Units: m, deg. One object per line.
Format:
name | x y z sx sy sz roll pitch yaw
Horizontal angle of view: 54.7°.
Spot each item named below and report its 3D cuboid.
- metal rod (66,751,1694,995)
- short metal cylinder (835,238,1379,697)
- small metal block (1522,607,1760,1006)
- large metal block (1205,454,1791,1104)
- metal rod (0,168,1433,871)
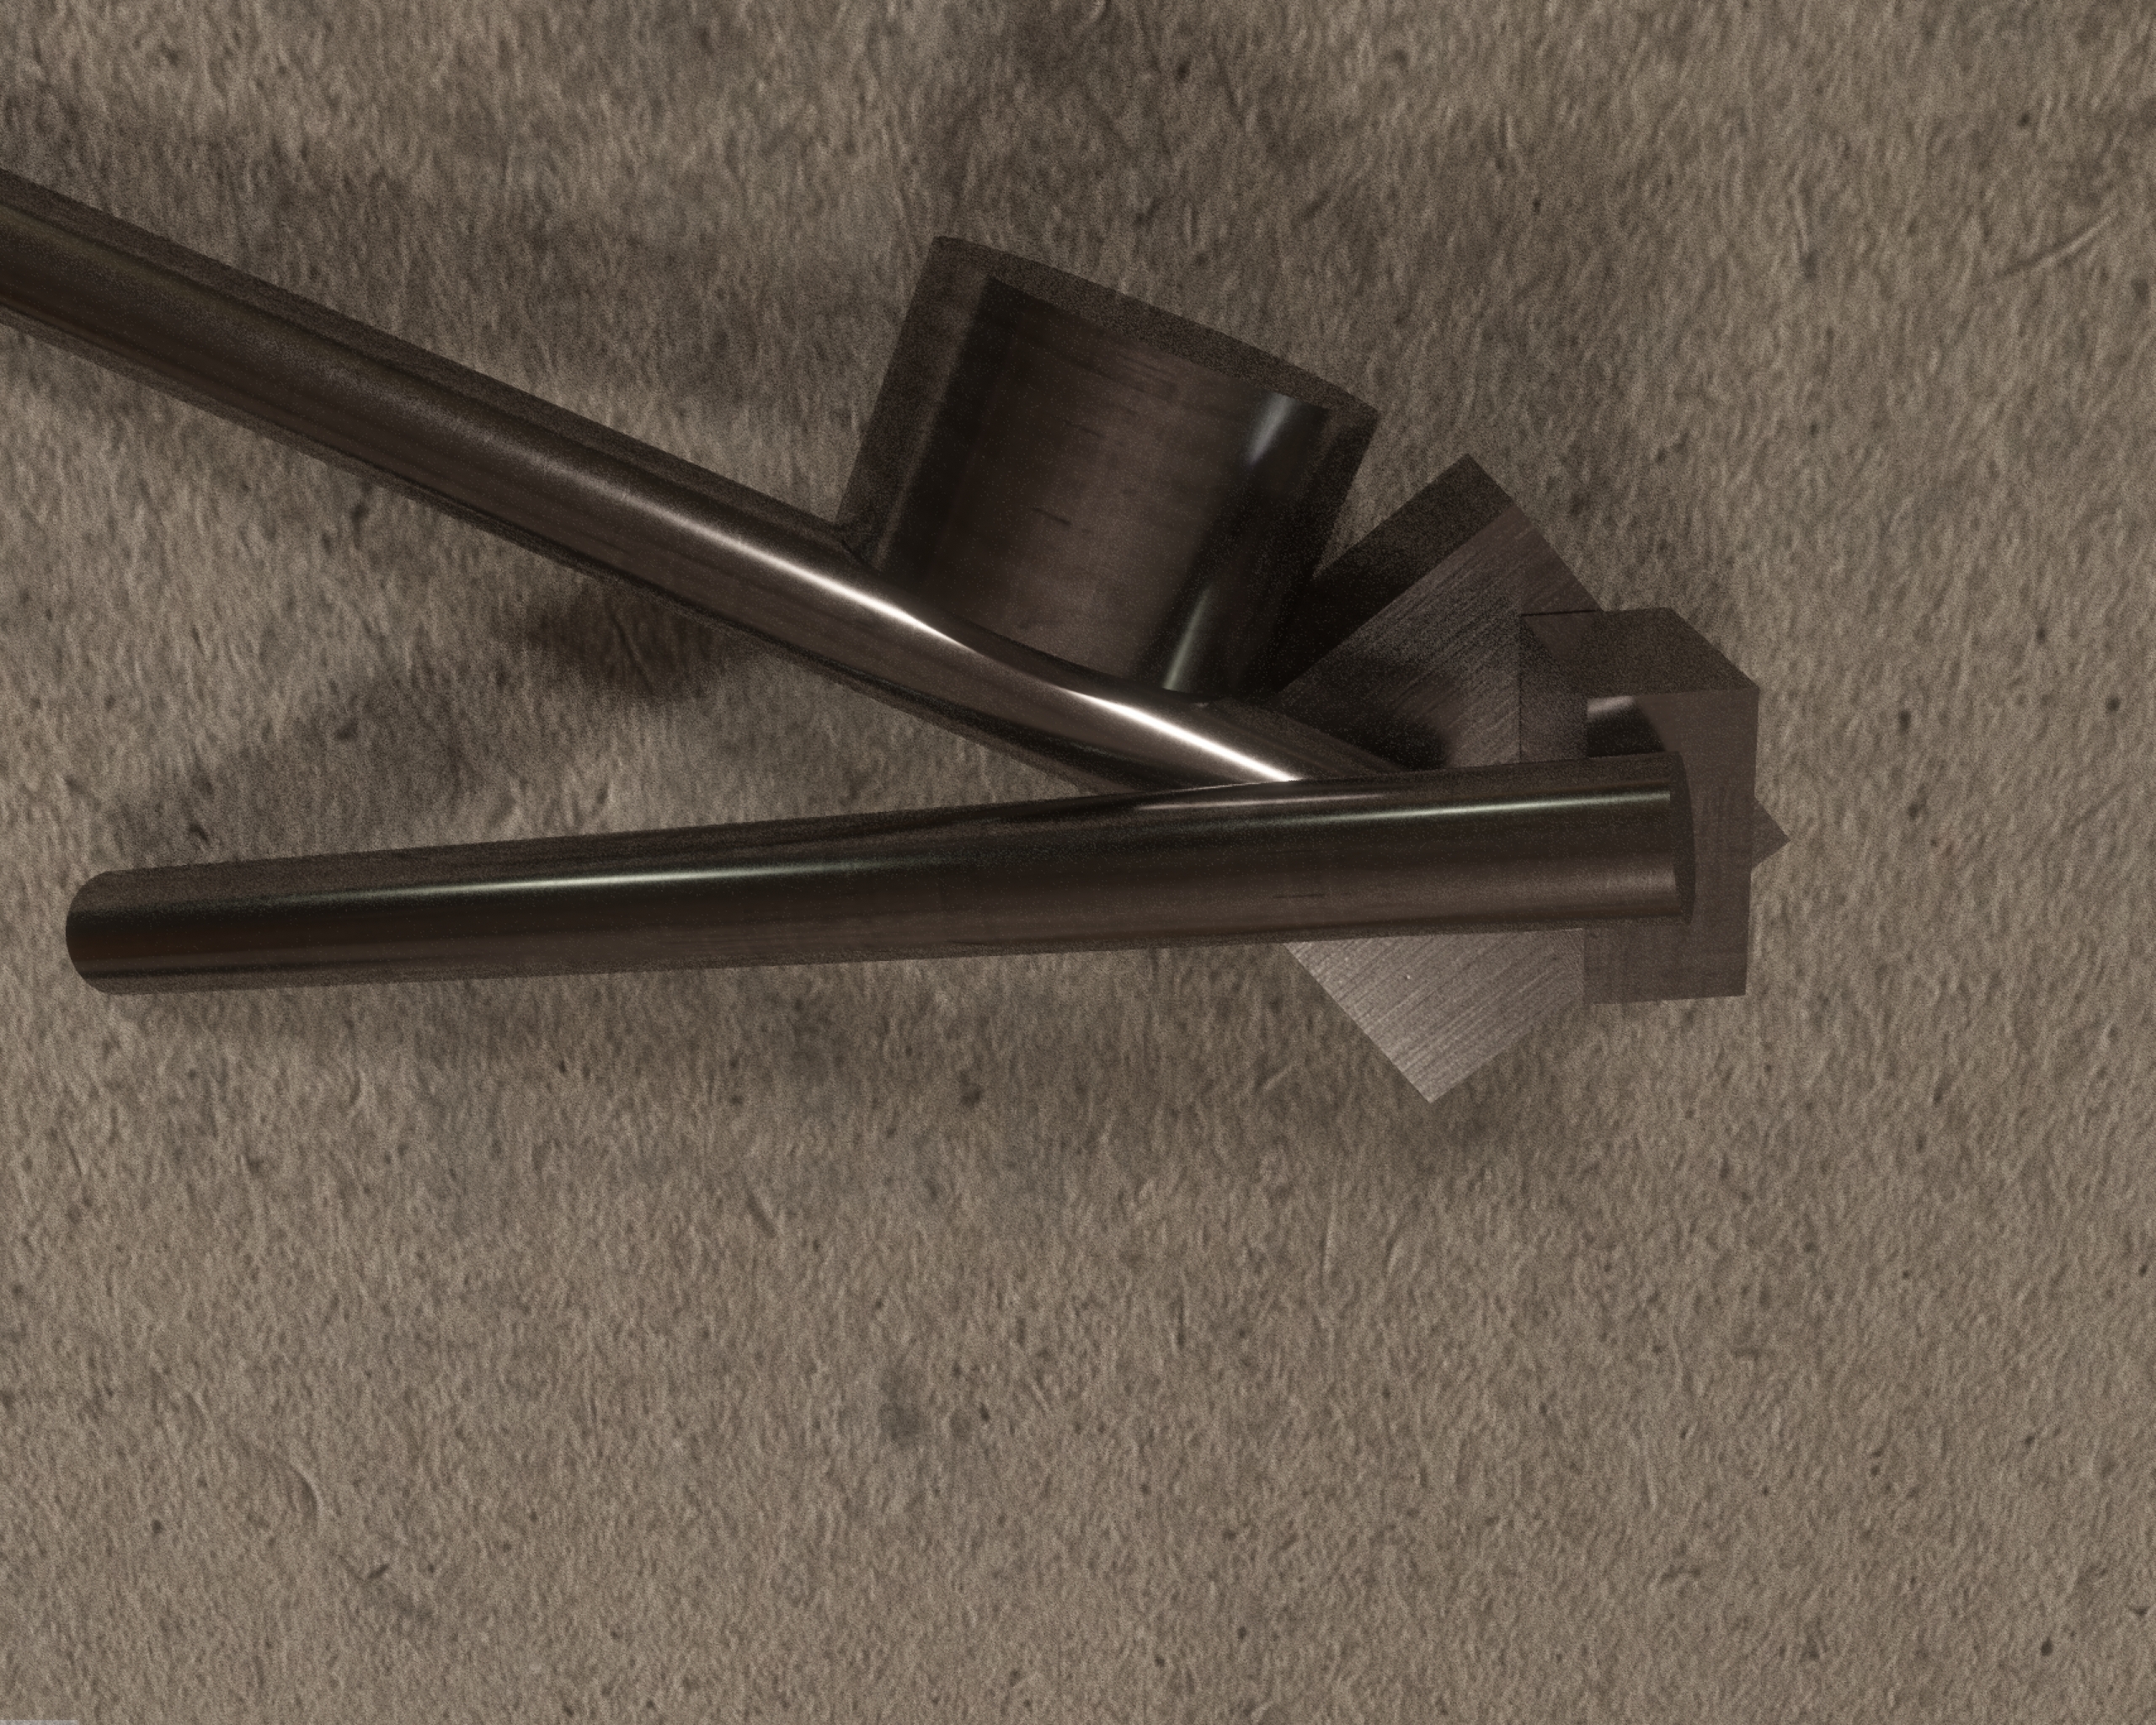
metal rod | -0.052 0.005 0.355 0.301 0.025 0.025 -4 112 23
short metal cylinder | 0.005 -0.068 0.358 0.080 0.080 0.050 20 109 -8
small metal block | 0.090 -0.011 0.339 0.025 0.050 0.050 -4 110 2
large metal block | 0.070 -0.016 0.391 0.080 0.050 0.080 -39 105 14
metal rod | -0.076 -0.059 0.358 0.301 0.025 0.025 23 109 3
